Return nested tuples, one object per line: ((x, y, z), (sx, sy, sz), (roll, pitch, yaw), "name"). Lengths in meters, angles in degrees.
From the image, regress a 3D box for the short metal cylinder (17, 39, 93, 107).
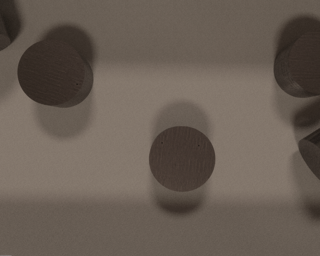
((-0.131, -0.067, 0.397), (0.081, 0.050, 0.079), (0, 90, -1), "short metal cylinder")

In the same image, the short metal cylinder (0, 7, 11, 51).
((-0.234, -0.125, 0.381), (0.080, 0.080, 0.050), (-17, 90, 0), "short metal cylinder")

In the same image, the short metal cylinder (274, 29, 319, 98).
((0.197, -0.081, 0.402), (0.081, 0.050, 0.079), (0, 90, -1), "short metal cylinder")

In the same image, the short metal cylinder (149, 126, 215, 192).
((0.027, 0.037, 0.399), (0.081, 0.050, 0.079), (0, 90, -1), "short metal cylinder")

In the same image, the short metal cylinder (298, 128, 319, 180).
((0.222, 0.035, 0.387), (0.050, 0.080, 0.080), (-32, 90, 0), "short metal cylinder")
